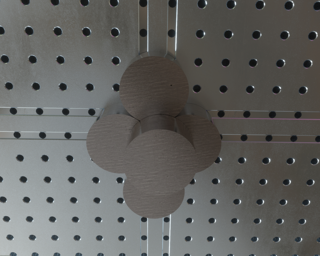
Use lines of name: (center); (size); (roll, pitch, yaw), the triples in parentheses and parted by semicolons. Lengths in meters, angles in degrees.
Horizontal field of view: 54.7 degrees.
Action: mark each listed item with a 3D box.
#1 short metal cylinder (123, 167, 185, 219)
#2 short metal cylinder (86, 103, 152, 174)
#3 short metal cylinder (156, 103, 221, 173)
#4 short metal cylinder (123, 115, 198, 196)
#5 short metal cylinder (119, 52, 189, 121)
short metal cylinder: (-0.008, 0.076, 0.427); (0.081, 0.050, 0.079); (0, 108, -1)
short metal cylinder: (-0.050, 0.012, 0.404); (0.081, 0.050, 0.079); (0, 110, 0)
short metal cylinder: (0.035, 0.013, 0.404); (0.081, 0.050, 0.079); (0, 110, 0)
short metal cylinder: (0.000, 0.030, 0.357); (0.081, 0.050, 0.079); (0, 110, 0)
short metal cylinder: (-0.007, -0.051, 0.381); (0.081, 0.050, 0.079); (-1, 110, -1)
